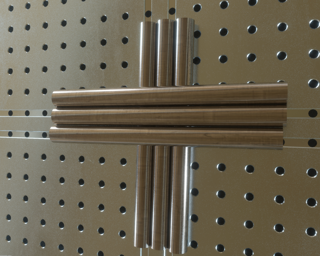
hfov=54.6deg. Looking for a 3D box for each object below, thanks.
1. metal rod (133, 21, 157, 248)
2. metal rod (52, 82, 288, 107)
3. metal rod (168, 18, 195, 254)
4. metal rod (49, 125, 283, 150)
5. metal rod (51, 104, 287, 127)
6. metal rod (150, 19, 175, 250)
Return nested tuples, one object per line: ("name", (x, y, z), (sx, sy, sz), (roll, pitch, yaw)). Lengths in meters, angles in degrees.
("metal rod", (-0.019, 0.009, 0.420), (0.025, 0.025, 0.298), (2, 91, 20))
("metal rod", (-0.003, -0.040, 0.387), (0.301, 0.025, 0.025), (1, 90, 20))
("metal rod", (0.028, 0.010, 0.403), (0.025, 0.025, 0.298), (2, 91, 20))
("metal rod", (-0.007, 0.010, 0.389), (0.301, 0.025, 0.025), (1, 90, 20))
("metal rod", (-0.004, -0.015, 0.388), (0.301, 0.025, 0.025), (1, 90, 20))
("metal rod", (0.004, 0.009, 0.412), (0.025, 0.025, 0.298), (2, 91, 20))
